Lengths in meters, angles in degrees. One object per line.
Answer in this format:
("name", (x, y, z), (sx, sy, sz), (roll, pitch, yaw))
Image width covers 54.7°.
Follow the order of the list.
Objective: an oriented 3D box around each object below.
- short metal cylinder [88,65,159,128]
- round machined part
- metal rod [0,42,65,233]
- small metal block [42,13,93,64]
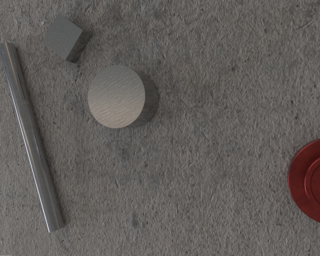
("short metal cylinder", (-0.047, -0.040, 0.412), (0.080, 0.050, 0.079), (0, 90, 20))
("round machined part", (0.191, 0.059, 0.333), (0.098, 0.042, 0.097), (0, 90, 20))
("metal rod", (-0.200, 0.010, 0.479), (0.025, 0.025, 0.299), (-20, 83, 19))
("small metal block", (-0.137, -0.132, 0.457), (0.050, 0.025, 0.050), (38, 102, 16))
